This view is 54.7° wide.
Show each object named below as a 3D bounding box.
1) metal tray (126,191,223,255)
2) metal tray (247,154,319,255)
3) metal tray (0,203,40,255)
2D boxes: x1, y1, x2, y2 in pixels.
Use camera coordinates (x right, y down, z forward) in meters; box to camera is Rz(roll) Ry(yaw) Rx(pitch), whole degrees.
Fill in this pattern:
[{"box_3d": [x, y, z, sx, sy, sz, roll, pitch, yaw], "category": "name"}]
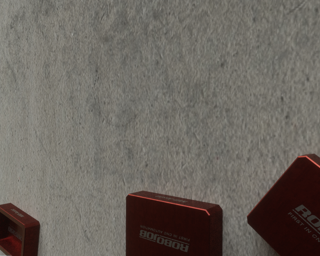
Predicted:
[{"box_3d": [0.013, 0.134, 0.389, 0.130, 0.030, 0.089, 1, 90, 39], "category": "metal tray"}, {"box_3d": [0.155, 0.096, 0.273, 0.130, 0.030, 0.089, 45, 117, 30], "category": "metal tray"}, {"box_3d": [-0.301, 0.220, 0.645, 0.130, 0.030, 0.089, 11, 97, 39], "category": "metal tray"}]
